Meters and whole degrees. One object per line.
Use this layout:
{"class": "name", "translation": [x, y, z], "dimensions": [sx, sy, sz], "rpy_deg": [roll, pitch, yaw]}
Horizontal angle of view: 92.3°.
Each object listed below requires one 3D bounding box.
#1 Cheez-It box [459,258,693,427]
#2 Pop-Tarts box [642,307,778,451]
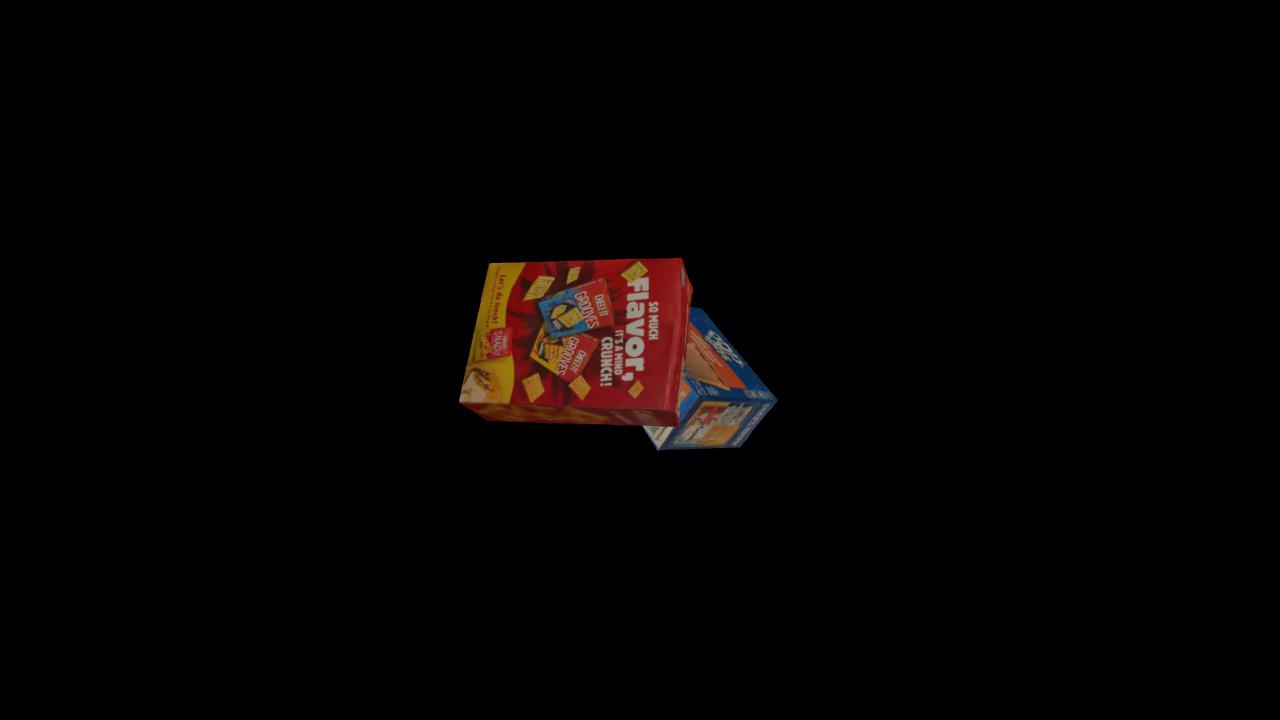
{"class": "Cheez-It box", "translation": [-0.063, -0.020, 0.646], "dimensions": [0.223, 0.166, 0.071], "rpy_deg": [0, -22, 16]}
{"class": "Pop-Tarts box", "translation": [0.048, 0.013, 0.705], "dimensions": [0.141, 0.083, 0.167], "rpy_deg": [7, 39, -44]}
